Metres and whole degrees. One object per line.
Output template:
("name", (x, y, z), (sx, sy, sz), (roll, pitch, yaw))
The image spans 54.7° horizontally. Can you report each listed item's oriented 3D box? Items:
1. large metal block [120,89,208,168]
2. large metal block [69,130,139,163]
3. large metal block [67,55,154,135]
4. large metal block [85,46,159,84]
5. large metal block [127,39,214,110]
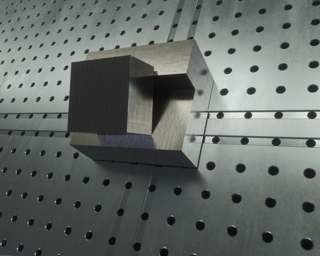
("large metal block", (0.007, 0.000, 0.384), (0.080, 0.050, 0.080), (1, 62, 28))
("large metal block", (-0.064, -0.001, 0.422), (0.080, 0.050, 0.080), (1, 62, 28))
("large metal block", (-0.056, -0.034, 0.355), (0.080, 0.050, 0.080), (0, 86, 28))
("large metal block", (-0.055, -0.066, 0.439), (0.080, 0.080, 0.050), (1, 62, 28))
("large metal block", (0.016, -0.064, 0.402), (0.080, 0.080, 0.050), (1, 62, 28))
